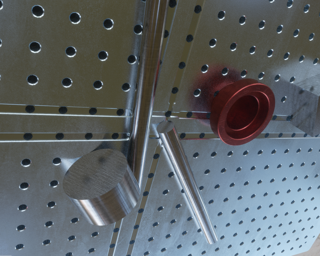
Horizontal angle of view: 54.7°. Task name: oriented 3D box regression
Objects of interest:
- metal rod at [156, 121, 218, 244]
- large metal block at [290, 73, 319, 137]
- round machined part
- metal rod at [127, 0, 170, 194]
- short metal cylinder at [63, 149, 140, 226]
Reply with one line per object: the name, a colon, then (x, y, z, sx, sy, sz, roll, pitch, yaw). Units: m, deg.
metal rod: (0.054, 0.106, 0.508, 0.025, 0.025, 0.299, -31, 129, -9)
large metal block: (0.272, -0.043, 0.521, 0.081, 0.050, 0.080, -23, 127, -15)
round machined part: (0.114, -0.026, 0.448, 0.099, 0.042, 0.097, -14, 125, -21)
metal rod: (-0.019, -0.039, 0.378, 0.025, 0.025, 0.298, -5, 121, -26)
short metal cylinder: (-0.071, 0.071, 0.382, 0.080, 0.080, 0.050, -27, 128, -12)
